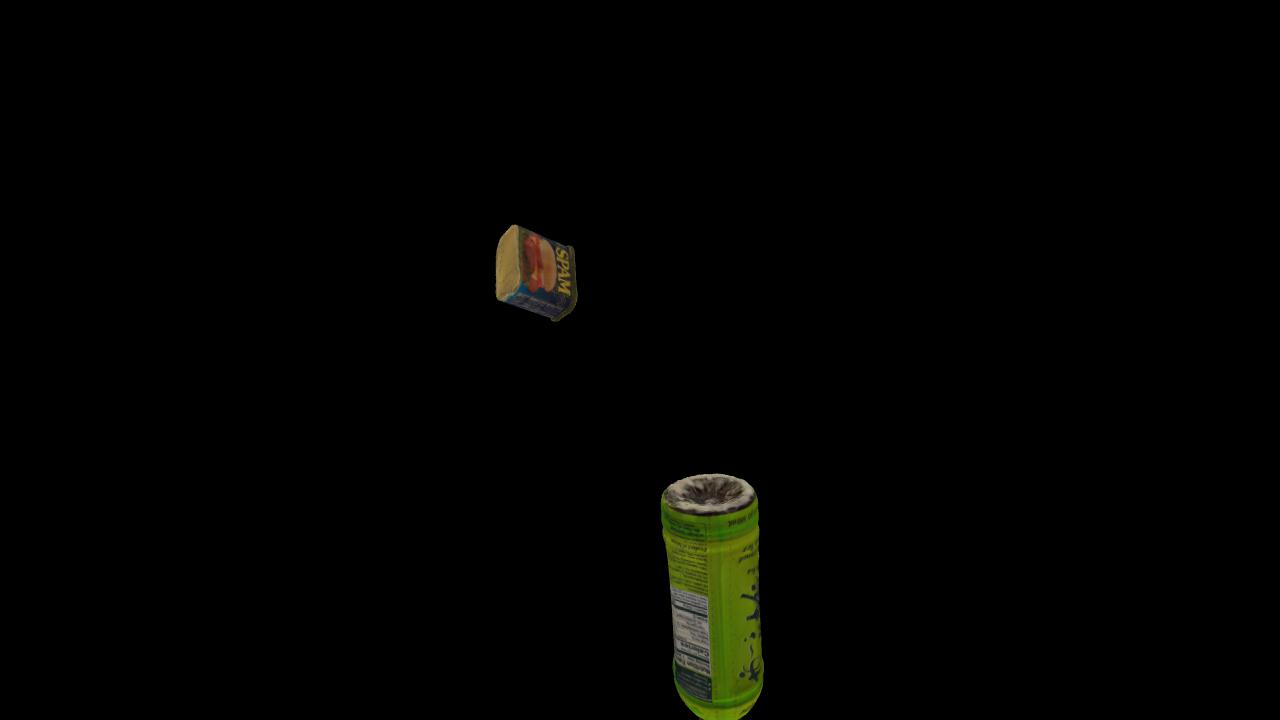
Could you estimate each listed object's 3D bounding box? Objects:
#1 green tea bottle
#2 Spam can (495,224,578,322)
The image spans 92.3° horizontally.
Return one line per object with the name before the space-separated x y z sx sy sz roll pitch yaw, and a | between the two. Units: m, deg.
green tea bottle | 0.054 0.193 0.452 0.073 0.212 0.073 -2 12 0
Spam can | -0.130 -0.108 0.765 0.085 0.101 0.058 18 -36 -40
